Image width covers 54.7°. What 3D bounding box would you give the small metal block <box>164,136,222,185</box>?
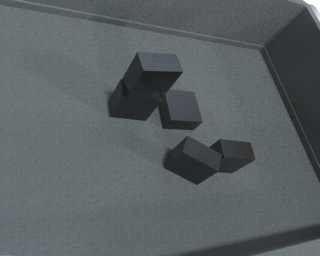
[{"bbox_3d":[0.041,0.042,0.388,0.050,0.050,0.025,29,52,-11],"label":"small metal block"}]

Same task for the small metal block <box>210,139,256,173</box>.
[{"bbox_3d":[0.089,0.039,0.416,0.050,0.050,0.025,7,59,-25],"label":"small metal block"}]

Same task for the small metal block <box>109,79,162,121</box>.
[{"bbox_3d":[-0.033,-0.034,0.394,0.050,0.050,0.025,6,60,-26],"label":"small metal block"}]

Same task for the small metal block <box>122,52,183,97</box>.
[{"bbox_3d":[-0.010,-0.061,0.359,0.050,0.050,0.025,-5,64,-31],"label":"small metal block"}]

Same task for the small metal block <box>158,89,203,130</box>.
[{"bbox_3d":[0.027,-0.025,0.438,0.050,0.025,0.050,3,61,-27],"label":"small metal block"}]
